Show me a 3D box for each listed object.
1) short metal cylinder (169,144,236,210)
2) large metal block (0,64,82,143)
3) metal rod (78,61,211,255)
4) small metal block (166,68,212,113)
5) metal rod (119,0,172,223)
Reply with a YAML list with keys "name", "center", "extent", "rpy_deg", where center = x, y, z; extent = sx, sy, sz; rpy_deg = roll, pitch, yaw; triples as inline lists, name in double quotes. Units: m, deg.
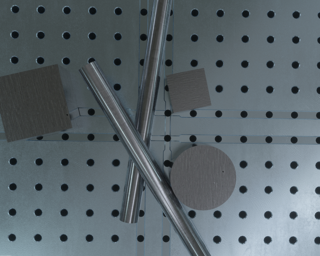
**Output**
- name: "short metal cylinder"
  center: [0.053, 0.060, 0.402]
  extent: [0.081, 0.050, 0.079]
  rpy_deg: [0, 90, -1]
- name: "large metal block"
  center: [-0.154, -0.030, 0.399]
  extent: [0.080, 0.050, 0.080]
  rpy_deg: [-13, 90, -1]
- name: "metal rod"
  center: [-0.012, 0.054, 0.390]
  extent: [0.025, 0.025, 0.299]
  rpy_deg: [-30, 99, 0]
- name: "small metal block"
  center: [0.037, -0.049, 0.414]
  extent: [0.050, 0.025, 0.050]
  rpy_deg: [-11, 90, -1]
- name: "metal rod"
  center: [-0.019, -0.025, 0.413]
  extent: [0.025, 0.025, 0.298]
  rpy_deg: [9, 90, -1]
